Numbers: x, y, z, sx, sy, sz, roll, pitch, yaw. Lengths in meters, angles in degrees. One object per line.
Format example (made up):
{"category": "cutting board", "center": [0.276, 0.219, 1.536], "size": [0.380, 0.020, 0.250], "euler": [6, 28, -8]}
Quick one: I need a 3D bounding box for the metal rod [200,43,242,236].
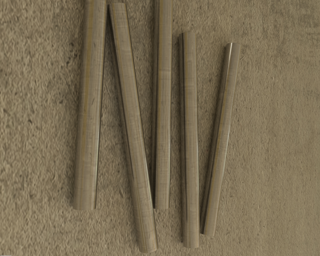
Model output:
{"category": "metal rod", "center": [0.095, 0.012, 0.484], "size": [0.025, 0.025, 0.299], "euler": [16, 80, -39]}

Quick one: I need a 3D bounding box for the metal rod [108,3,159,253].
{"category": "metal rod", "center": [-0.033, 0.005, 0.376], "size": [0.025, 0.025, 0.298], "euler": [-12, 98, -39]}

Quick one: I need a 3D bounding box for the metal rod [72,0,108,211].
{"category": "metal rod", "center": [-0.075, -0.062, 0.341], "size": [0.025, 0.025, 0.298], "euler": [5, 87, -40]}

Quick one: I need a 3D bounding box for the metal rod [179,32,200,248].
{"category": "metal rod", "center": [0.042, 0.018, 0.439], "size": [0.025, 0.025, 0.298], "euler": [-2, 91, -40]}

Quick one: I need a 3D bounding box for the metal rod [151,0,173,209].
{"category": "metal rod", "center": [0.003, -0.046, 0.406], "size": [0.025, 0.025, 0.298], "euler": [2, 89, -40]}
